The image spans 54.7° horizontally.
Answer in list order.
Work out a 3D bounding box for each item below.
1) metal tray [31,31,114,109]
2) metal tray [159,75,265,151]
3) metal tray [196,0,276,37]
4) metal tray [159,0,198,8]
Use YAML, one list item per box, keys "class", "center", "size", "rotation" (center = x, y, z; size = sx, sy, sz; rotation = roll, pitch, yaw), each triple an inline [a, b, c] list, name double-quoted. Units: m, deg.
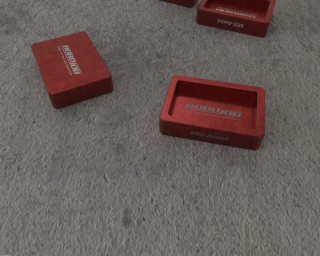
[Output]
- class: "metal tray"
  center: [-0.137, -0.094, 0.478]
  size: [0.091, 0.030, 0.130]
  rotation: [-20, 53, -17]
- class: "metal tray"
  center: [0.072, -0.024, 0.419]
  size: [0.131, 0.030, 0.090]
  rotation: [10, 51, 8]
- class: "metal tray"
  center: [0.144, -0.221, 0.585]
  size: [0.130, 0.030, 0.090]
  rotation: [17, 52, 13]
- class: "metal tray"
  center: [0.031, -0.306, 0.592]
  size: [0.090, 0.129, 0.030]
  rotation: [22, 54, 17]
